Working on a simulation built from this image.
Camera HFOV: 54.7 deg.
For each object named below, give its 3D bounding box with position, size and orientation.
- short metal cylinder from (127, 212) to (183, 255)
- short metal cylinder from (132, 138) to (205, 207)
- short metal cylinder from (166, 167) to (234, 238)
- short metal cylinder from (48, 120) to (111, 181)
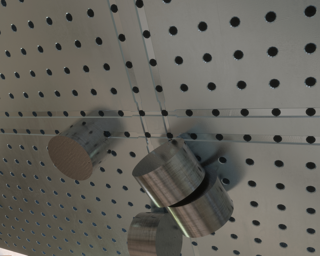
[{"bbox_3d":[-0.006,0.173,0.484,0.050,0.080,0.080,-9,114,32],"label":"short metal cylinder"},{"bbox_3d":[0.011,0.057,0.404,0.080,0.080,0.050,-25,105,36],"label":"short metal cylinder"},{"bbox_3d":[0.049,0.096,0.408,0.080,0.080,0.050,-18,109,35],"label":"short metal cylinder"},{"bbox_3d":[-0.124,0.034,0.479,0.080,0.050,0.079,13,124,20],"label":"short metal cylinder"}]
